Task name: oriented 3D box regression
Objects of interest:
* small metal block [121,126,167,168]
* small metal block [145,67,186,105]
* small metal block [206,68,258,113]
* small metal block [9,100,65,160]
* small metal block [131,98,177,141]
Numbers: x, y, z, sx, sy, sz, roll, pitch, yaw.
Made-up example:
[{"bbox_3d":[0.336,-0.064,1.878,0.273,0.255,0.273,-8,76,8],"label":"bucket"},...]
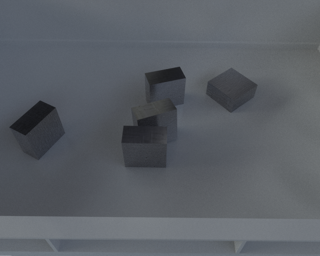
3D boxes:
[{"bbox_3d":[-0.017,0.023,0.369,0.050,0.050,0.025,1,51,0],"label":"small metal block"},{"bbox_3d":[0.007,-0.055,0.435,0.050,0.050,0.025,-13,52,-11],"label":"small metal block"},{"bbox_3d":[0.104,-0.056,0.454,0.050,0.025,0.050,-32,57,-24],"label":"small metal block"},{"bbox_3d":[-0.150,0.003,0.384,0.025,0.050,0.050,23,54,18],"label":"small metal block"},{"bbox_3d":[-0.006,-0.005,0.391,0.050,0.050,0.025,-16,44,-14],"label":"small metal block"}]
